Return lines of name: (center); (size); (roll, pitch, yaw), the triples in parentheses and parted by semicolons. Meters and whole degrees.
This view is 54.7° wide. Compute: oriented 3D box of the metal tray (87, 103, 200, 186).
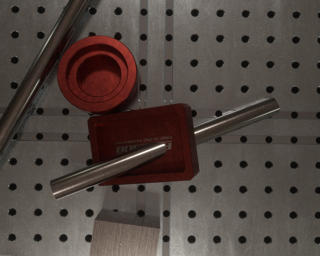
metal tray: (-0.022, 0.022, 0.388); (0.130, 0.030, 0.089); (-7, 90, 20)

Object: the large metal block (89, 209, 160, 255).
large metal block: (-0.045, 0.156, 0.400); (0.081, 0.050, 0.080); (8, 90, -1)

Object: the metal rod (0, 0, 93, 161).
metal rod: (-0.159, -0.075, 0.411); (0.025, 0.025, 0.299); (30, 90, -1)

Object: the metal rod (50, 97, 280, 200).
metal rod: (0.013, 0.022, 0.394); (0.302, 0.025, 0.025); (-20, 90, -8)

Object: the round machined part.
round machined part: (-0.076, -0.064, 0.399); (0.099, 0.042, 0.097); (0, 81, 2)
